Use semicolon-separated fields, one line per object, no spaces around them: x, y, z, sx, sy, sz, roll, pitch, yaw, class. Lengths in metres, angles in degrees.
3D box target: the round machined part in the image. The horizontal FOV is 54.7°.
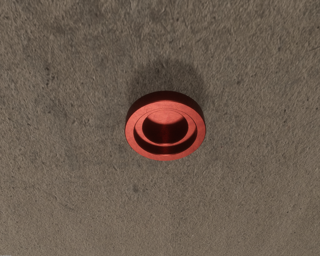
0.007;-0.007;0.390;0.099;0.042;0.097;-1;130;0;round machined part
